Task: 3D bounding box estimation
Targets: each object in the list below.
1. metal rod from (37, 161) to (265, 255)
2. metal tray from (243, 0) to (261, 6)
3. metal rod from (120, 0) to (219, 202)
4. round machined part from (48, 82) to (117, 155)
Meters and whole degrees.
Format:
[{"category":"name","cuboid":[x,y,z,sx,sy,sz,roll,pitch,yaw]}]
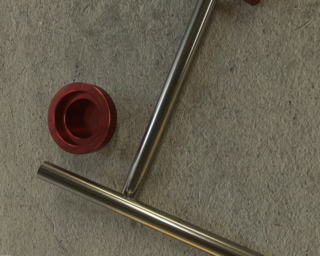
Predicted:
[{"category":"metal rod","cuboid":[-0.019,0.109,0.392,0.301,0.025,0.025,21,97,10]},{"category":"metal tray","cuboid":[0.088,-0.222,0.375,0.130,0.030,0.090,38,102,15]},{"category":"metal rod","cuboid":[0.006,-0.026,0.406,0.025,0.025,0.298,24,98,18]},{"category":"round machined part","cuboid":[-0.104,-0.013,0.435,0.098,0.042,0.097,0,90,19]}]
